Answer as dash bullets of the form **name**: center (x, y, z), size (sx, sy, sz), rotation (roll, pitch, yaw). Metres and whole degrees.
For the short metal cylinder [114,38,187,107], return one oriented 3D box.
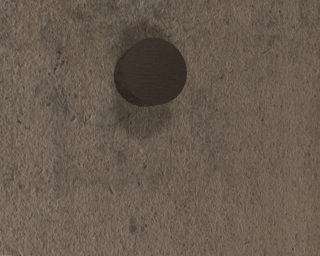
- **short metal cylinder**: center (-0.013, -0.068, 0.392), size (0.081, 0.050, 0.079), rotation (0, 90, -21)
